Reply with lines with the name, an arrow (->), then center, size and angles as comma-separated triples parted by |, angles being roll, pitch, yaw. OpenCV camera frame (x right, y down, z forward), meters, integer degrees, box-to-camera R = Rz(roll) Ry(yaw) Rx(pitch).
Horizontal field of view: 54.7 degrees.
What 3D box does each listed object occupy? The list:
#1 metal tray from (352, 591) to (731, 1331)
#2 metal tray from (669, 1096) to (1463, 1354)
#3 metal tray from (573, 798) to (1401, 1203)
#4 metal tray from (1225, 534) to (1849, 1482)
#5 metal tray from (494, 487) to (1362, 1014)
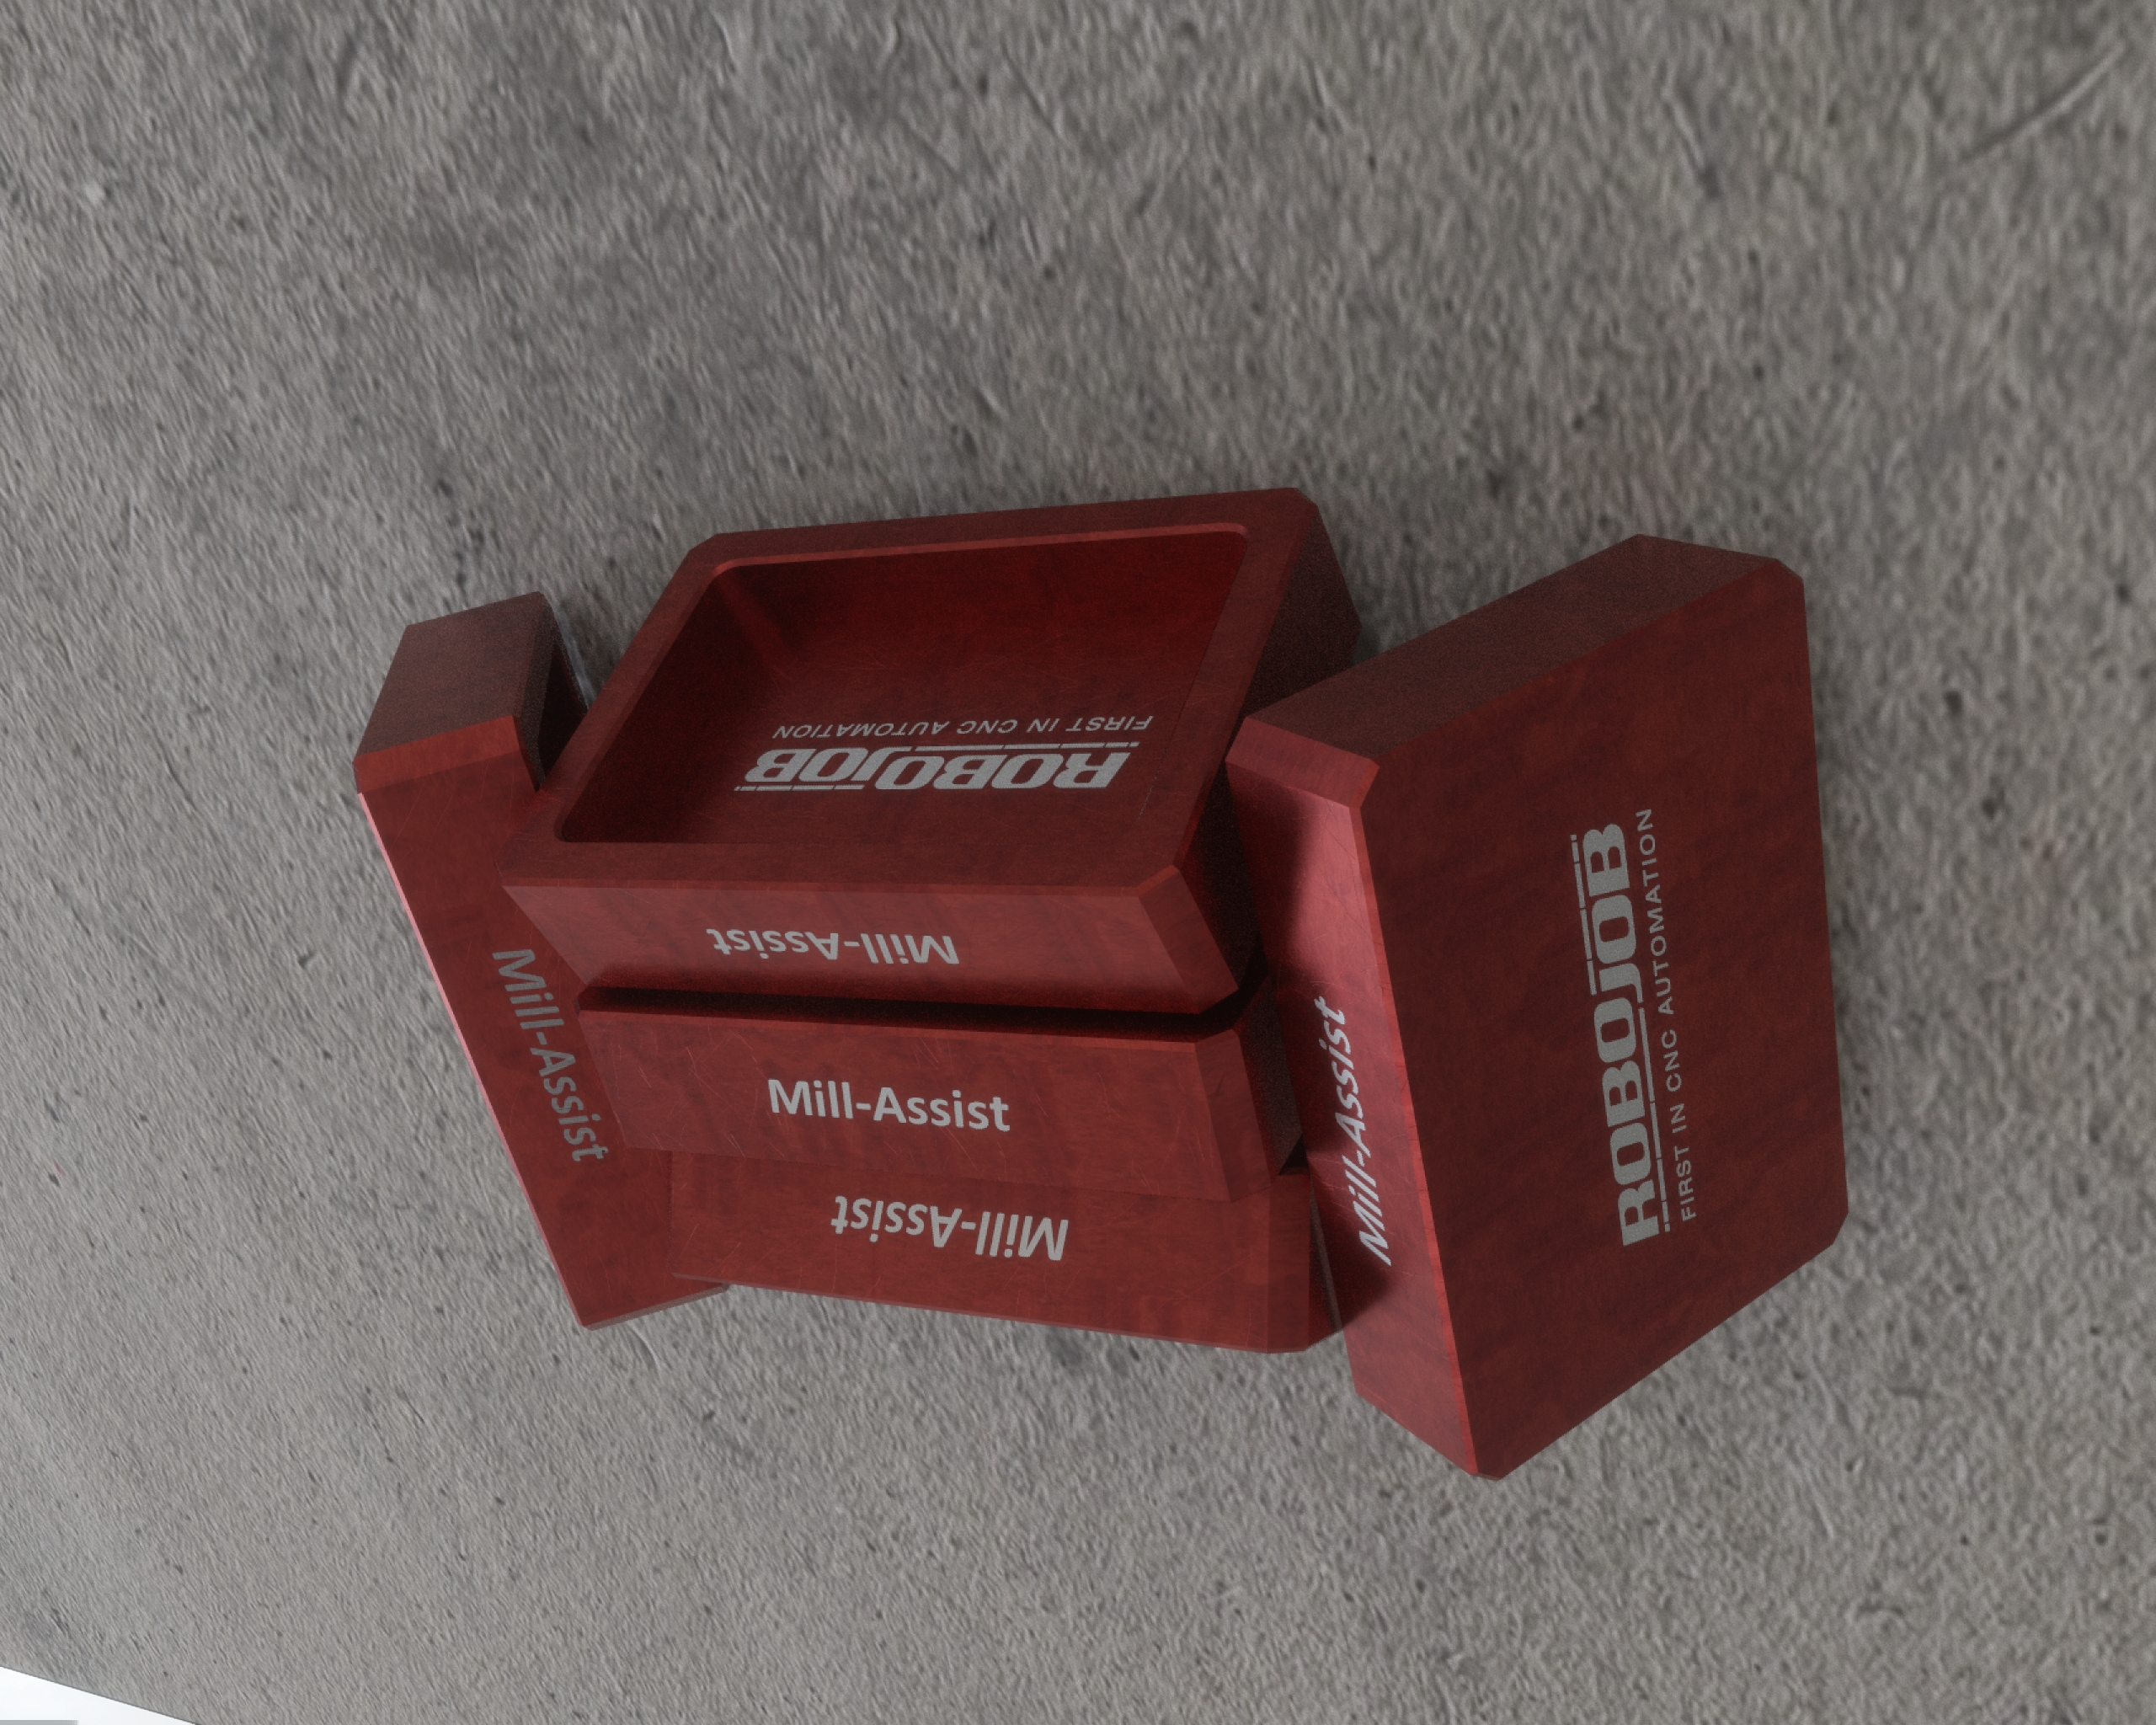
metal tray -> -0.106, 0.019, 0.432 | 0.030, 0.090, 0.129 | -16, 115, -4
metal tray -> -0.001, 0.064, 0.402 | 0.130, 0.090, 0.030 | 1, 90, 28
metal tray -> -0.014, 0.019, 0.383 | 0.130, 0.090, 0.030 | 1, 119, 28
metal tray -> 0.079, 0.023, 0.336 | 0.030, 0.091, 0.129 | 26, 136, 53
metal tray -> -0.026, -0.020, 0.362 | 0.130, 0.090, 0.030 | 1, 139, 28
